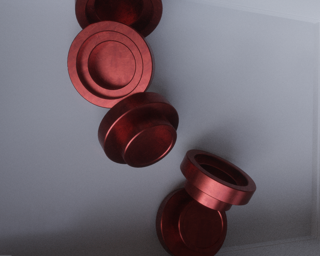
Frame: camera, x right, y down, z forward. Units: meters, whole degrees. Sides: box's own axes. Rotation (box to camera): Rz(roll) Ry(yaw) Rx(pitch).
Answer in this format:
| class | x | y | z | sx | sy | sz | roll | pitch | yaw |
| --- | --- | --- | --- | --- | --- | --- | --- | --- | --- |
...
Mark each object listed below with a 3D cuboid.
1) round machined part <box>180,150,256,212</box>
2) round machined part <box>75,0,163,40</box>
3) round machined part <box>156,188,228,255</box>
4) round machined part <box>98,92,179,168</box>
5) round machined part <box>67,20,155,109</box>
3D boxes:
| class | x | y | z | sx | sy | sz | roll | pitch | yaw |
| --- | --- | --- | --- | --- | --- | --- | --- | --- | --- |
| round machined part | 0.070 | 0.071 | 0.404 | 0.099 | 0.098 | 0.042 | 19 | 107 | -19 |
| round machined part | -0.049 | -0.148 | 0.362 | 0.099 | 0.097 | 0.042 | 2 | 58 | -21 |
| round machined part | 0.048 | 0.127 | 0.410 | 0.099 | 0.042 | 0.098 | 5 | 75 | -21 |
| round machined part | -0.019 | 0.009 | 0.367 | 0.099 | 0.042 | 0.097 | -21 | 140 | -19 |
| round machined part | -0.054 | -0.074 | 0.368 | 0.099 | 0.042 | 0.097 | 1 | 103 | 6 |
